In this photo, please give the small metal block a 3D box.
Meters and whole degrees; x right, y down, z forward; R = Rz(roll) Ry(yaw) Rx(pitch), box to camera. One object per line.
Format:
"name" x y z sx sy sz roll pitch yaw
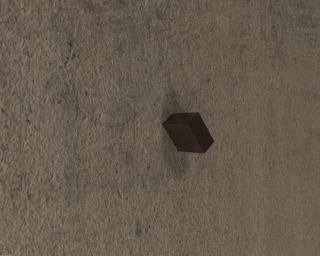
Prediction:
"small metal block" 0.038 0.007 0.423 0.025 0.050 0.050 -47 118 -30
